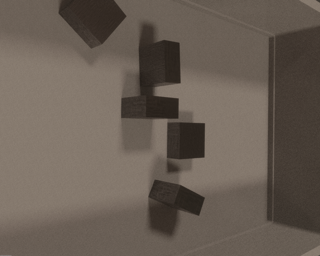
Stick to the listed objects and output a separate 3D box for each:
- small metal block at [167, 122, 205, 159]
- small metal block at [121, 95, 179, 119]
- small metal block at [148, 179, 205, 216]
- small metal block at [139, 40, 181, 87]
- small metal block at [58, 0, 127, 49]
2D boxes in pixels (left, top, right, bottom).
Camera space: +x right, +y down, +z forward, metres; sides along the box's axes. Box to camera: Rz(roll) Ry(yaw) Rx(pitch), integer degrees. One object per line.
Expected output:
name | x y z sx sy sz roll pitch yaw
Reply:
small metal block | 0.037 0.017 0.440 0.050 0.025 0.050 1 89 -40
small metal block | -0.013 -0.024 0.382 0.050 0.050 0.025 1 90 -40
small metal block | 0.022 0.092 0.411 0.050 0.050 0.025 33 69 -36
small metal block | -0.001 -0.079 0.391 0.025 0.050 0.050 -3 92 -40
small metal block | -0.074 -0.126 0.346 0.050 0.025 0.050 47 62 -30
